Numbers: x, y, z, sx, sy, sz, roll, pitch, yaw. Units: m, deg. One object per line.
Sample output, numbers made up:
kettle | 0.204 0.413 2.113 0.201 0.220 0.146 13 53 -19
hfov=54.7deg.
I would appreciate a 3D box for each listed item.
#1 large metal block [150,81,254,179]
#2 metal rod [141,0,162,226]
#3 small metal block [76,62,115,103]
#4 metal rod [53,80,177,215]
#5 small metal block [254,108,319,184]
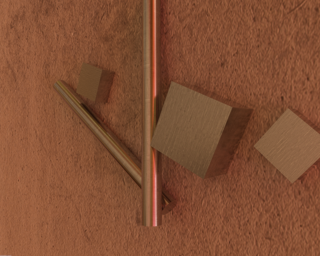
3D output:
large metal block | 0.045 0.000 0.350 0.080 0.050 0.079 30 108 35
metal rod | -0.011 -0.031 0.393 0.025 0.025 0.298 -6 80 39
small metal block | -0.102 -0.072 0.486 0.050 0.025 0.050 26 106 36
metal rod | -0.082 0.014 0.470 0.300 0.025 0.025 43 116 31
small metal block | 0.129 0.016 0.298 0.050 0.025 0.050 49 119 28
